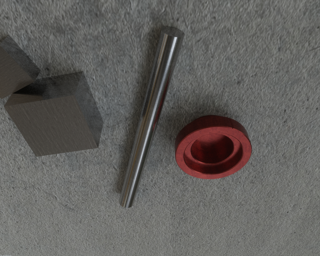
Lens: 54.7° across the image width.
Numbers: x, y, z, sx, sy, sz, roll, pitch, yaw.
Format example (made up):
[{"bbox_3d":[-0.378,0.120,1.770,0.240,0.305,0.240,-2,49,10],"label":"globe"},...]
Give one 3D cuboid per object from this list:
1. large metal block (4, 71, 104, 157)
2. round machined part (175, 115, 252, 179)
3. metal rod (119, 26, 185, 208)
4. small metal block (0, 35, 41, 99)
[{"bbox_3d":[-0.123,-0.016,0.376,0.080,0.050,0.080,-8,130,6],"label":"large metal block"},{"bbox_3d":[0.069,0.021,0.415,0.099,0.042,0.097,-1,130,0],"label":"round machined part"},{"bbox_3d":[-0.021,0.010,0.415,0.025,0.025,0.298,10,130,-9],"label":"metal rod"},{"bbox_3d":[-0.174,-0.067,0.347,0.050,0.025,0.050,-23,127,18],"label":"small metal block"}]
